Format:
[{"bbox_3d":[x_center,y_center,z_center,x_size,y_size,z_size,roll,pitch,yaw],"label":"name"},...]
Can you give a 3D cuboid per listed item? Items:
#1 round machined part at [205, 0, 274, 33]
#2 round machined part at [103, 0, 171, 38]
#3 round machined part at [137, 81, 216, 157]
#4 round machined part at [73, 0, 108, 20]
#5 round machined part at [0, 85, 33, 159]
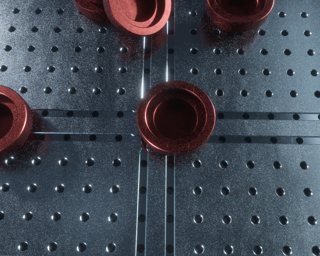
[{"bbox_3d":[0.117,-0.186,0.471,0.099,0.042,0.098,0,70,0],"label":"round machined part"},{"bbox_3d":[-0.036,-0.182,0.452,0.099,0.042,0.097,-4,98,-29],"label":"round machined part"},{"bbox_3d":[0.020,-0.009,0.406,0.099,0.042,0.098,0,70,0],"label":"round machined part"},{"bbox_3d":[-0.091,-0.221,0.483,0.099,0.042,0.098,0,70,0],"label":"round machined part"},{"bbox_3d":[-0.215,-0.004,0.403,0.099,0.042,0.098,0,70,0],"label":"round machined part"}]
